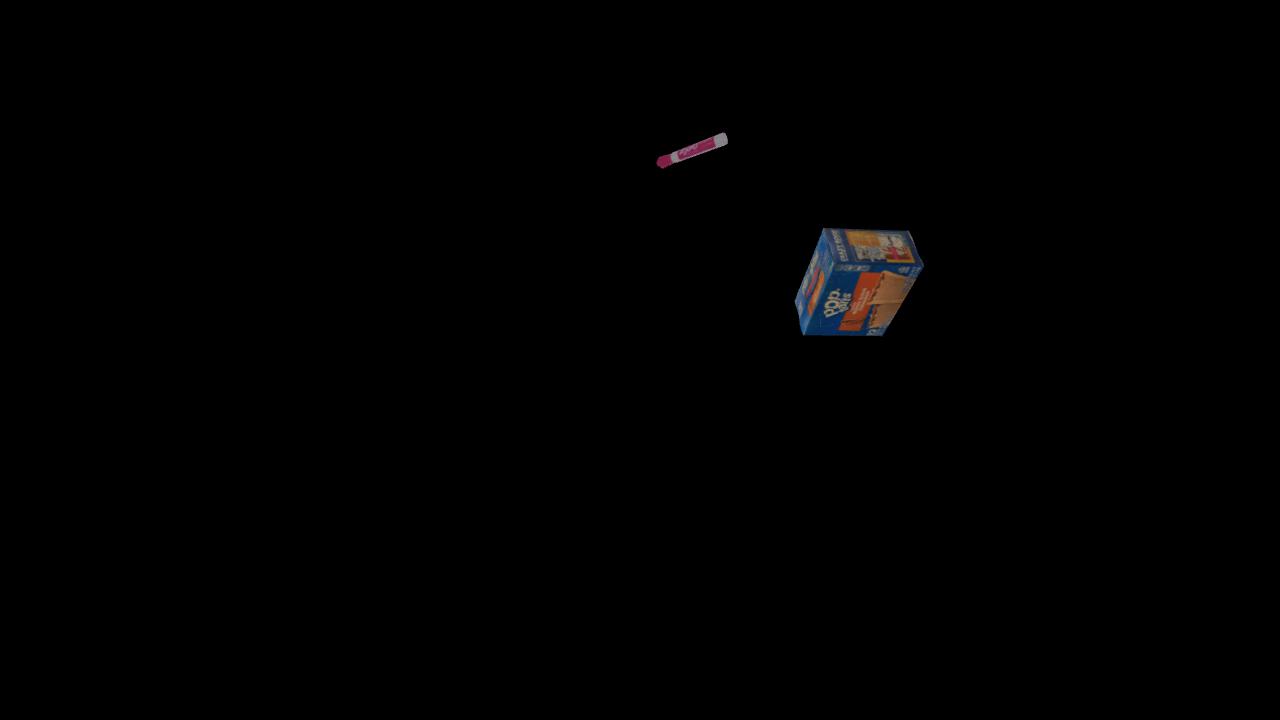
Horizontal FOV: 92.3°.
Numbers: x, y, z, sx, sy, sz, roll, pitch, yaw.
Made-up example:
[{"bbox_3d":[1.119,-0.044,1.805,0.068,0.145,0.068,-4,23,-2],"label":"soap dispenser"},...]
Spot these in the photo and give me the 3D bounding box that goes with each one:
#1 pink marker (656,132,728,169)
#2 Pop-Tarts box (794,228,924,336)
[{"bbox_3d":[0.079,-0.326,0.962,0.121,0.020,0.020,-10,-6,32],"label":"pink marker"},{"bbox_3d":[0.346,-0.121,0.992,0.141,0.083,0.167,1,-38,-5],"label":"Pop-Tarts box"}]
